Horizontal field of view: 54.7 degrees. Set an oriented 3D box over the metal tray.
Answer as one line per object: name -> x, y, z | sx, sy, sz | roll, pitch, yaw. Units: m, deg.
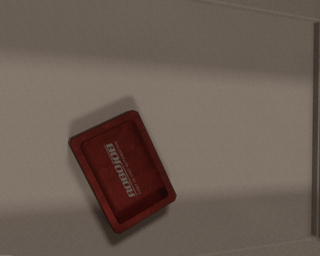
metal tray -> -0.046, 0.053, 0.391 | 0.091, 0.030, 0.129 | -27, 99, -18
